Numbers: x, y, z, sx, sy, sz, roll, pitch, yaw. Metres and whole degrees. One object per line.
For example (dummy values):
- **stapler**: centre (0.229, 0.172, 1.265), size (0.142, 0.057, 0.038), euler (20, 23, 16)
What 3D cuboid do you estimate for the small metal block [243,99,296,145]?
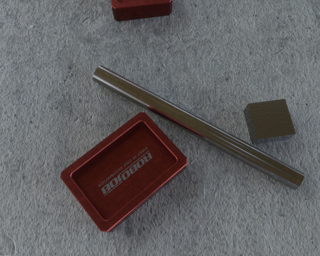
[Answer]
- **small metal block**: centre (0.145, -0.008, 0.413), size (0.050, 0.025, 0.050), euler (-8, 70, -3)

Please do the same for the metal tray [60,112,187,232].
- **metal tray**: centre (-0.043, 0.053, 0.385), size (0.130, 0.030, 0.090), euler (-39, 75, -13)

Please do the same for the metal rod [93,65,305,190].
- **metal rod**: centre (0.043, -0.005, 0.410), size (0.301, 0.025, 0.025), euler (29, 73, 9)

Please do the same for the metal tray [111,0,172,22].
- **metal tray**: centre (-0.035, -0.235, 0.490), size (0.091, 0.030, 0.129), euler (-8, 70, -4)
